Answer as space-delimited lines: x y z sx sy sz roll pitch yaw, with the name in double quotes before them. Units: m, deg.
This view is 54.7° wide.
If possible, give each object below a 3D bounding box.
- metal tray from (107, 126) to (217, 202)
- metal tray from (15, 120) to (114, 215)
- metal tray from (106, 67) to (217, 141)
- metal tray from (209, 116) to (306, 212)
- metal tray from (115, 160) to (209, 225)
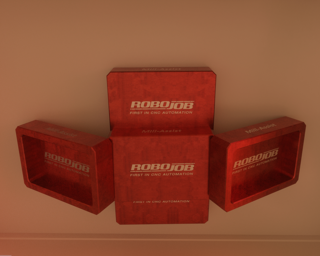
"metal tray" 0.003 0.046 0.392 0.131 0.030 0.089 -1 110 0
"metal tray" -0.120 0.046 0.390 0.130 0.030 0.089 12 114 26
"metal tray" 0.002 -0.030 0.395 0.131 0.030 0.089 -1 110 -1
"metal tray" 0.123 0.042 0.390 0.131 0.030 0.089 -13 113 -27
"metal tray" 0.003 0.090 0.439 0.131 0.030 0.089 -1 110 -1
